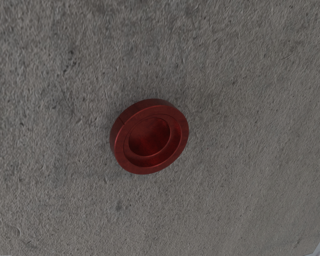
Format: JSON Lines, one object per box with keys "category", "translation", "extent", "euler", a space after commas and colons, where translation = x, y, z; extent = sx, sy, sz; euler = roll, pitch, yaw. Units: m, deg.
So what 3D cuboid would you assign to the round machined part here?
{"category": "round machined part", "translation": [-0.016, 0.007, 0.390], "extent": [0.099, 0.042, 0.097], "euler": [-14, 124, -21]}
